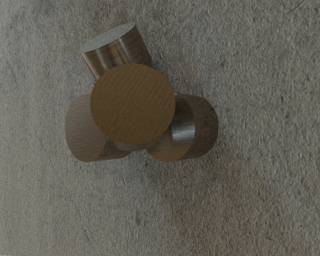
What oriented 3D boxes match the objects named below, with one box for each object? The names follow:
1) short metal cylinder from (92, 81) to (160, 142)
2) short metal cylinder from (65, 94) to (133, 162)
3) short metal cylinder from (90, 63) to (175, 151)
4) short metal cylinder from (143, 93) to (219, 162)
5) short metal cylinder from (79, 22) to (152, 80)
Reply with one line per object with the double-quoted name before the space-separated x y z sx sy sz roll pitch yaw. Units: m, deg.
"short metal cylinder" -0.047 -0.022 0.427 0.080 0.050 0.079 0 90 39
"short metal cylinder" -0.072 0.000 0.381 0.080 0.050 0.079 0 90 39
"short metal cylinder" -0.028 -0.019 0.317 0.050 0.081 0.080 118 140 -76
"short metal cylinder" 0.022 -0.001 0.370 0.080 0.050 0.079 0 90 39
"short metal cylinder" -0.058 -0.097 0.408 0.080 0.080 0.050 0 129 39
